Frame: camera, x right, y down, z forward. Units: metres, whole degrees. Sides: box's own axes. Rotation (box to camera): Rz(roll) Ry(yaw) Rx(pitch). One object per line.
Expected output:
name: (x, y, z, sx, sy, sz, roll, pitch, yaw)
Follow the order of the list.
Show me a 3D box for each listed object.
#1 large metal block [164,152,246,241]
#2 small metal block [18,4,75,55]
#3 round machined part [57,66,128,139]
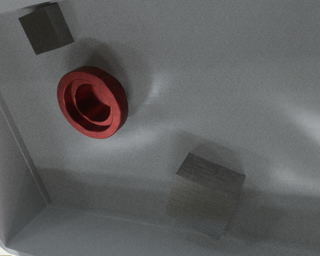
large metal block: (0.059, 0.091, 0.417, 0.080, 0.050, 0.079, 22, 127, 14)
small metal block: (-0.148, -0.128, 0.405, 0.050, 0.025, 0.050, -6, 116, 30)
round machined part: (-0.085, -0.037, 0.418, 0.098, 0.042, 0.097, 13, 124, 20)
